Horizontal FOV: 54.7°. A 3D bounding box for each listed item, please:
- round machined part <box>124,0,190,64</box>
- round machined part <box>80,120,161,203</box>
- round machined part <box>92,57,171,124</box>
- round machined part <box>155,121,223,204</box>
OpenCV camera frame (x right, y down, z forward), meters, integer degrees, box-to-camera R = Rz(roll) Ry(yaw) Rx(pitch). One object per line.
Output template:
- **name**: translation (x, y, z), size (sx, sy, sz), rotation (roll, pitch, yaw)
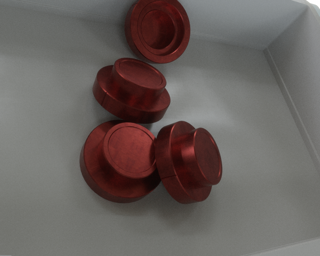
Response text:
- **round machined part**: translation (-0.007, -0.145, 0.459), size (0.099, 0.042, 0.097), rotation (-5, 101, -28)
- **round machined part**: translation (-0.038, 0.032, 0.354), size (0.099, 0.042, 0.098), rotation (14, 56, -21)
- **round machined part**: translation (-0.031, -0.053, 0.390), size (0.099, 0.042, 0.098), rotation (19, 34, -13)
- **round machined part**: translation (0.040, 0.037, 0.366), size (0.098, 0.042, 0.098), rotation (35, 45, -45)
